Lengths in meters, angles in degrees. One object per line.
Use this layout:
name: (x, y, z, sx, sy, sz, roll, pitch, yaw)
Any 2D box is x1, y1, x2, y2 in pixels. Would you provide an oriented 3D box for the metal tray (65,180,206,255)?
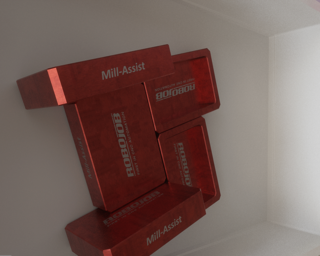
metal tray: (-0.025, 0.101, 0.342, 0.131, 0.090, 0.030, -22, 105, -38)

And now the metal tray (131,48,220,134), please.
metal tray: (0.024, -0.054, 0.423, 0.131, 0.030, 0.089, -22, 104, -38)

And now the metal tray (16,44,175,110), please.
metal tray: (-0.061, -0.052, 0.310, 0.131, 0.090, 0.030, -23, 105, -38)

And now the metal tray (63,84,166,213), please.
metal tray: (-0.048, 0.019, 0.361, 0.091, 0.030, 0.129, -22, 104, -38)

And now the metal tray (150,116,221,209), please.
metal tray: (0.035, 0.057, 0.433, 0.091, 0.030, 0.129, -22, 104, -38)
